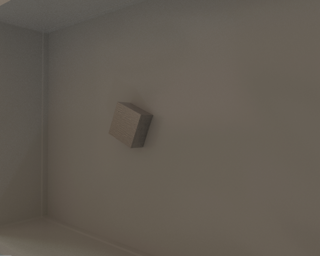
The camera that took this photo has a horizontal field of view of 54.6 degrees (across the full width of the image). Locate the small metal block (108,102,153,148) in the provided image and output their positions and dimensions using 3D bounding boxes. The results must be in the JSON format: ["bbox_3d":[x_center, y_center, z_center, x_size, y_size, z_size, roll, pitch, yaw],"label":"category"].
[{"bbox_3d":[-0.042,-0.005,0.443,0.050,0.025,0.050,29,108,36],"label":"small metal block"}]
